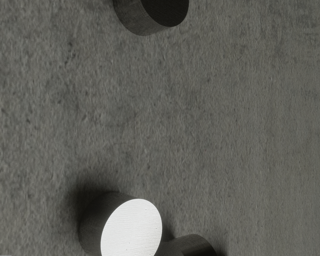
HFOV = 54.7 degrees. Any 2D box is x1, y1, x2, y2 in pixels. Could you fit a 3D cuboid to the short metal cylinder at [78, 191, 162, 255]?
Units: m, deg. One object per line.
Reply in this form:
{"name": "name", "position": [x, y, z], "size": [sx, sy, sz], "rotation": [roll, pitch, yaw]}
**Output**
{"name": "short metal cylinder", "position": [-0.044, 0.116, 0.353], "size": [0.081, 0.050, 0.079], "rotation": [0, 90, -40]}

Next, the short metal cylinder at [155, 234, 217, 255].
{"name": "short metal cylinder", "position": [0.031, 0.182, 0.398], "size": [0.050, 0.080, 0.079], "rotation": [2, 89, -40]}

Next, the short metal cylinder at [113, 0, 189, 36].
{"name": "short metal cylinder", "position": [-0.010, -0.159, 0.381], "size": [0.081, 0.050, 0.079], "rotation": [0, 90, -40]}
